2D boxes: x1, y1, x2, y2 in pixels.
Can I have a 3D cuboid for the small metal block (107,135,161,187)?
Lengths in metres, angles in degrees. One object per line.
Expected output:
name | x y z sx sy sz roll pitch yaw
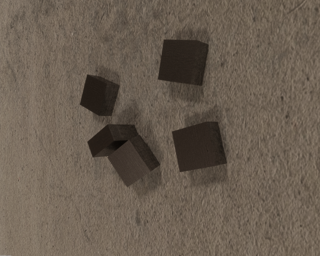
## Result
small metal block | -0.036 0.045 0.425 0.050 0.025 0.050 -38 83 33

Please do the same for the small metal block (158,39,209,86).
small metal block | 0.028 -0.080 0.380 0.050 0.025 0.050 14 99 38

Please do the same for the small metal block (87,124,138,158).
small metal block | -0.065 0.018 0.440 0.050 0.050 0.025 -36 67 34

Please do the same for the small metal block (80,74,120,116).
small metal block | -0.094 -0.051 0.480 0.050 0.025 0.050 28 107 36

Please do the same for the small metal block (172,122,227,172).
small metal block | 0.046 0.023 0.366 0.050 0.025 0.050 -17 79 38
